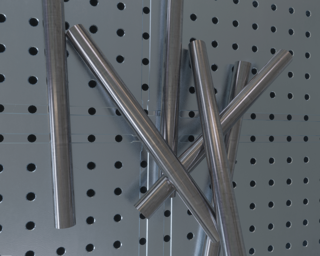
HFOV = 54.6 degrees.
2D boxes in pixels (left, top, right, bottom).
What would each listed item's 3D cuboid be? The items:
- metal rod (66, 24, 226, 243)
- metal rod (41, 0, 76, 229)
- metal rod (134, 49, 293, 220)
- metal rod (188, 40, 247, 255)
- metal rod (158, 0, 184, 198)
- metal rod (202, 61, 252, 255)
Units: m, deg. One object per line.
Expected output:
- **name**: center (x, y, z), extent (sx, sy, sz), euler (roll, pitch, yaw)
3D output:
- **metal rod**: center (-0.016, 0.004, 0.369), extent (0.025, 0.025, 0.299), euler (-35, 87, -17)
- **metal rod**: center (-0.121, -0.033, 0.367), extent (0.025, 0.025, 0.298), euler (-3, 91, -20)
- **metal rod**: center (0.079, -0.001, 0.413), extent (0.301, 0.025, 0.025), euler (-45, 104, -14)
- **metal rod**: center (0.067, 0.023, 0.376), extent (0.025, 0.025, 0.299), euler (2, 66, -20)
- **metal rod**: center (0.015, -0.058, 0.417), extent (0.025, 0.025, 0.298), euler (3, 89, -20)
- **metal rod**: center (0.096, 0.052, 0.447), extent (0.025, 0.025, 0.299), euler (12, 86, -20)
